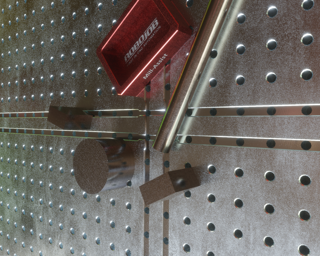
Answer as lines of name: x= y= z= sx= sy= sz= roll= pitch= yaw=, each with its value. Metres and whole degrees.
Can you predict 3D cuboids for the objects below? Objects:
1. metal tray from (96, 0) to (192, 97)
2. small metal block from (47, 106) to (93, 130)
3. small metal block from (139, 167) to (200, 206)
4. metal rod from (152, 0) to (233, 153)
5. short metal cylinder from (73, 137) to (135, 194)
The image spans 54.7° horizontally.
metal tray: x=-0.027 y=-0.117 z=0.426 sx=0.129 sy=0.030 sz=0.090 roll=-43 pitch=64 yaw=31
small metal block: x=-0.149 y=-0.017 z=0.513 sx=0.050 sy=0.050 sz=0.025 roll=23 pitch=105 yaw=37
small metal block: x=0.012 y=0.072 z=0.382 sx=0.050 sy=0.050 sz=0.025 roll=-33 pitch=70 yaw=35
metal rod: x=0.054 y=-0.106 z=0.363 sx=0.025 sy=0.025 sz=0.298 roll=33 pitch=110 yaw=34
short metal cylinder: x=-0.084 y=0.054 z=0.460 sx=0.080 sy=0.050 sz=0.079 roll=0 pitch=90 yaw=39
